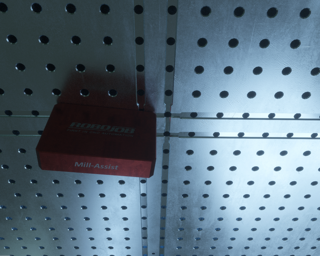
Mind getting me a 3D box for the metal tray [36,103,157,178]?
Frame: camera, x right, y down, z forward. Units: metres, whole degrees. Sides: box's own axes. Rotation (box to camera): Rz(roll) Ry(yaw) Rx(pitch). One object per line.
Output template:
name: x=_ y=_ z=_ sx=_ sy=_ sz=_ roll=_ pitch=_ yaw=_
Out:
metal tray: x=-0.071 y=0.013 z=0.378 sx=0.131 sy=0.090 sz=0.030 roll=5 pitch=130 yaw=-5
